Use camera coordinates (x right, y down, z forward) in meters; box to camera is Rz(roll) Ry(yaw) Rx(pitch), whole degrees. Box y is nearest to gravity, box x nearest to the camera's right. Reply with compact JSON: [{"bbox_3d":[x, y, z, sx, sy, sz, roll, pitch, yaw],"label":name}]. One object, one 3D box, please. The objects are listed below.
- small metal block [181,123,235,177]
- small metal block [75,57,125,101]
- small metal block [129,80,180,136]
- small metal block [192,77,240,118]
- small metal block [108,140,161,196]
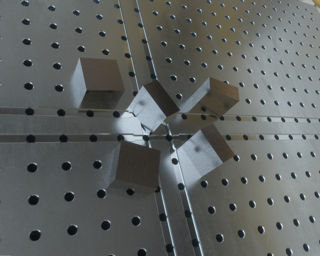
[{"bbox_3d":[0.062,0.030,0.409,0.025,0.050,0.050,-24,75,-37],"label":"small metal block"},{"bbox_3d":[-0.079,-0.063,0.405,0.050,0.025,0.050,-3,63,-30],"label":"small metal block"},{"bbox_3d":[-0.008,-0.026,0.405,0.025,0.050,0.050,-29,78,-38],"label":"small metal block"},{"bbox_3d":[0.083,-0.045,0.466,0.050,0.050,0.025,17,55,-19],"label":"small metal block"},{"bbox_3d":[-0.029,0.047,0.365,0.050,0.025,0.050,17,55,-19],"label":"small metal block"}]
